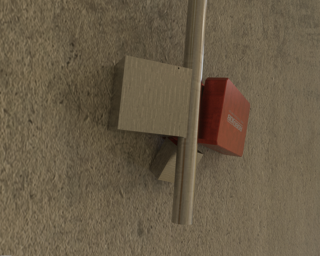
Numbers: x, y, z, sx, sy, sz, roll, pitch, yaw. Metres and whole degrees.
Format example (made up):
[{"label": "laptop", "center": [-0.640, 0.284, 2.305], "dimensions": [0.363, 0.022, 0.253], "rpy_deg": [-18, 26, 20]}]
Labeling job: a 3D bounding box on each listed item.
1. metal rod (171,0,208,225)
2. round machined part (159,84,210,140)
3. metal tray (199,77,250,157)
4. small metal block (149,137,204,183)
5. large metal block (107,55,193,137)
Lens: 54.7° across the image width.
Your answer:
[{"label": "metal rod", "center": [0.038, -0.036, 0.383], "dimensions": [0.025, 0.025, 0.298], "rpy_deg": [10, 82, -40]}, {"label": "round machined part", "center": [0.040, -0.025, 0.428], "dimensions": [0.099, 0.042, 0.097], "rpy_deg": [0, 90, -40]}, {"label": "metal tray", "center": [0.097, -0.011, 0.455], "dimensions": [0.130, 0.030, 0.090], "rpy_deg": [24, 75, -59]}, {"label": "small metal block", "center": [0.022, 0.045, 0.412], "dimensions": [0.050, 0.025, 0.050], "rpy_deg": [20, 103, -38]}, {"label": "large metal block", "center": [-0.013, -0.033, 0.365], "dimensions": [0.081, 0.050, 0.080], "rpy_deg": [7, 85, -22]}]
